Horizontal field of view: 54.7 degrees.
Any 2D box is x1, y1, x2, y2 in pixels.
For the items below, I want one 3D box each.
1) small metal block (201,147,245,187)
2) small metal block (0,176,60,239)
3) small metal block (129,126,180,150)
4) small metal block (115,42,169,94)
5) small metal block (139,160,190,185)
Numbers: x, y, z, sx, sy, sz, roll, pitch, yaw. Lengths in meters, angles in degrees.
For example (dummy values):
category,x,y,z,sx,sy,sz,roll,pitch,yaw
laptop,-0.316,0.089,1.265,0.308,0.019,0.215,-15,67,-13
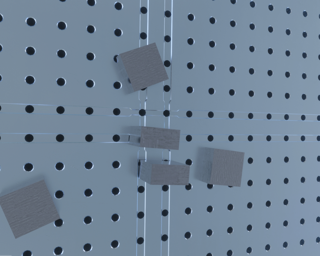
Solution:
category,x,y,z,sx,sy,sz,roll,pitch,yaw
small metal block,0.091,0.056,0.448,0.050,0.025,0.050,9,87,-20
small metal block,-0.150,0.090,0.358,0.050,0.025,0.050,-22,98,-19
small metal block,-0.008,0.012,0.397,0.050,0.050,0.025,6,88,-20
small metal block,-0.023,-0.078,0.405,0.050,0.025,0.050,-24,98,-19
small metal block,0.004,0.057,0.402,0.050,0.050,0.025,5,89,-20
